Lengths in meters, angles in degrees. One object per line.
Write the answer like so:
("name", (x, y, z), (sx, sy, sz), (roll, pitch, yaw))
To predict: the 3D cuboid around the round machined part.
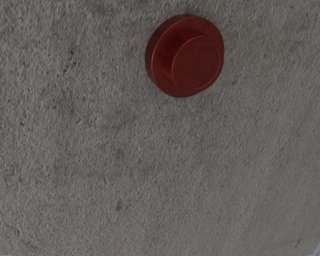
("round machined part", (0.036, -0.080, 0.365), (0.099, 0.042, 0.097), (-14, 124, -21))
